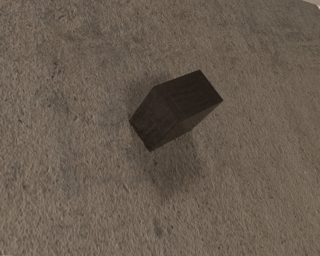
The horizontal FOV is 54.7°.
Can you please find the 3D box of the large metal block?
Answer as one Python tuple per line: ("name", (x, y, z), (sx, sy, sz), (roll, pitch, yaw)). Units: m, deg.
("large metal block", (0.019, -0.021, 0.393), (0.081, 0.080, 0.050), (-26, 76, -37))
